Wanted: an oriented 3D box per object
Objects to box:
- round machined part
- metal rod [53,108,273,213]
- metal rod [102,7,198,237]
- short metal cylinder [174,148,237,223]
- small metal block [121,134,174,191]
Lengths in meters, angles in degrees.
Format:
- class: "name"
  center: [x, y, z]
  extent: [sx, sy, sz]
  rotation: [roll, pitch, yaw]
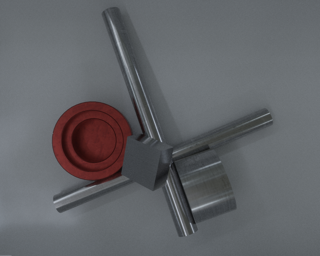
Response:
- class: "round machined part"
  center: [-0.084, 0.016, 0.401]
  extent: [0.099, 0.042, 0.097]
  rotation: [0, 90, -1]
- class: "metal rod"
  center: [0.005, 0.043, 0.410]
  extent: [0.301, 0.025, 0.025]
  rotation: [-23, 90, -1]
- class: "metal rod"
  center: [-0.015, -0.013, 0.392]
  extent: [0.025, 0.025, 0.299]
  rotation: [-19, 83, 0]
- class: "short metal cylinder"
  center: [0.054, 0.071, 0.383]
  extent: [0.050, 0.080, 0.080]
  rotation: [-20, 90, 0]
- class: "small metal block"
  center: [-0.016, 0.039, 0.369]
  extent: [0.050, 0.025, 0.050]
  rotation: [21, 109, 32]
